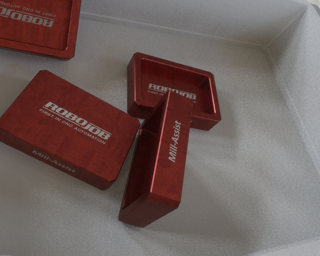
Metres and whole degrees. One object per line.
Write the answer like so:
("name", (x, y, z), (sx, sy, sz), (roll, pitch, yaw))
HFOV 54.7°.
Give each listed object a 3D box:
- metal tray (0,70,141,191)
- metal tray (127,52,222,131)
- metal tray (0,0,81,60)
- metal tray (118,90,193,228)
("metal tray", (-0.097, 0.001, 0.349), (0.131, 0.030, 0.090), (29, 52, -10))
("metal tray", (0.020, -0.051, 0.443), (0.131, 0.030, 0.090), (10, 57, -23))
("metal tray", (-0.165, -0.136, 0.366), (0.131, 0.030, 0.089), (6, 95, -25))
("metal tray", (-0.004, 0.033, 0.341), (0.030, 0.090, 0.130), (22, 54, -15))
